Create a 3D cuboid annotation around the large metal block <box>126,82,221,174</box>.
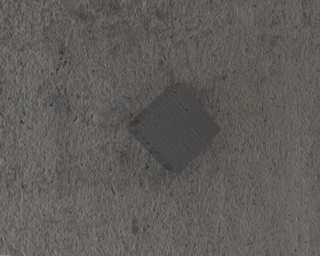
[{"bbox_3d":[0.017,0.000,0.402,0.080,0.050,0.080,-45,104,-14],"label":"large metal block"}]
